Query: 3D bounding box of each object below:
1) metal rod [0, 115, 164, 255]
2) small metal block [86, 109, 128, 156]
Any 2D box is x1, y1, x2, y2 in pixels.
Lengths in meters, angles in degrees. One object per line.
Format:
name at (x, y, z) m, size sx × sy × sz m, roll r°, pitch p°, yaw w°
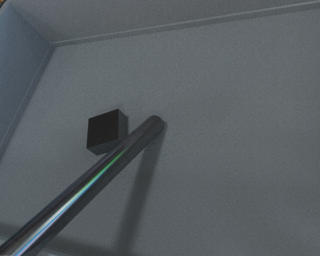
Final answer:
metal rod at (-0.076, 0.063, 0.300) m, size 0.025 × 0.025 × 0.302 m, roll 4°, pitch 29°, yaw 30°
small metal block at (-0.074, 0.006, 0.439) m, size 0.050 × 0.025 × 0.050 m, roll -17°, pitch 55°, yaw 18°
